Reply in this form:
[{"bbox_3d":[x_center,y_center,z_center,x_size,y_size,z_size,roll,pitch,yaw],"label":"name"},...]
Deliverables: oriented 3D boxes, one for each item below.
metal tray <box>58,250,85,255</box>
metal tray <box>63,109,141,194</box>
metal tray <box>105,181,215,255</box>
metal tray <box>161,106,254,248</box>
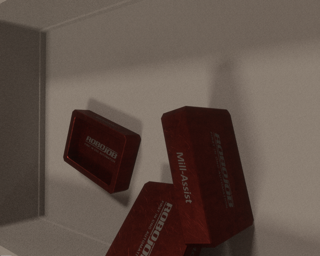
[{"bbox_3d":[-0.106,0.244,0.472,0.130,0.030,0.089,-5,107,39],"label":"metal tray"},{"bbox_3d":[-0.094,0.032,0.478,0.130,0.030,0.089,24,105,37],"label":"metal tray"},{"bbox_3d":[-0.001,0.123,0.343,0.090,0.130,0.030,0,133,34],"label":"metal tray"},{"bbox_3d":[0.051,0.045,0.320,0.030,0.091,0.129,-17,79,38],"label":"metal tray"}]
